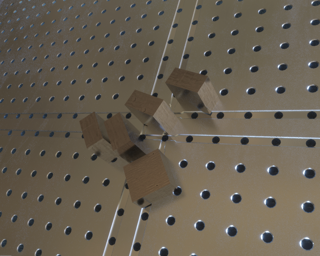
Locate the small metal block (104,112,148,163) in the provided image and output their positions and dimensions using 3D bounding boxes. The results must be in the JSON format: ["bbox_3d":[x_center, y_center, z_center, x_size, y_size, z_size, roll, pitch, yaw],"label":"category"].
[{"bbox_3d":[-0.044,0.015,0.404,0.025,0.050,0.050,-32,52,8],"label":"small metal block"}]

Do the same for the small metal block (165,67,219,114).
[{"bbox_3d":[0.042,-0.048,0.398,0.050,0.050,0.025,23,74,36],"label":"small metal block"}]

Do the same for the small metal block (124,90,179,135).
[{"bbox_3d":[-0.010,-0.021,0.409,0.050,0.050,0.025,23,74,36],"label":"small metal block"}]

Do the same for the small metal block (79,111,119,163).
[{"bbox_3d":[-0.080,0.013,0.424,0.025,0.050,0.050,-32,52,7],"label":"small metal block"}]

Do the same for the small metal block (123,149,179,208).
[{"bbox_3d":[-0.012,0.061,0.376,0.050,0.025,0.050,-28,52,10],"label":"small metal block"}]
